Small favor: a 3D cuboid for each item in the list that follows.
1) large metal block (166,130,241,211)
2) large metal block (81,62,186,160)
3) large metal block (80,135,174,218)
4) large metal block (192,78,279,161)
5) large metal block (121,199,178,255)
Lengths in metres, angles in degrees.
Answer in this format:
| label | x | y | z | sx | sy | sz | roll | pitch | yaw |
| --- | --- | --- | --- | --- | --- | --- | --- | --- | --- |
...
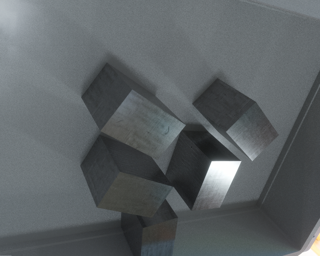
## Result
| label | x | y | z | sx | sy | sz | roll | pitch | yaw |
| --- | --- | --- | --- | --- | --- | --- | --- | --- | --- |
| large metal block | 0.058 | 0.058 | 0.443 | 0.050 | 0.080 | 0.079 | 3 | 117 | -30 |
| large metal block | -0.031 | -0.019 | 0.345 | 0.080 | 0.080 | 0.050 | 31 | 101 | -39 |
| large metal block | -0.043 | 0.060 | 0.388 | 0.080 | 0.080 | 0.050 | 23 | 106 | -37 |
| large metal block | 0.103 | -0.012 | 0.424 | 0.050 | 0.080 | 0.080 | -46 | 130 | 4 |
| large metal block | -0.019 | 0.137 | 0.450 | 0.050 | 0.080 | 0.079 | -9 | 123 | -24 |
